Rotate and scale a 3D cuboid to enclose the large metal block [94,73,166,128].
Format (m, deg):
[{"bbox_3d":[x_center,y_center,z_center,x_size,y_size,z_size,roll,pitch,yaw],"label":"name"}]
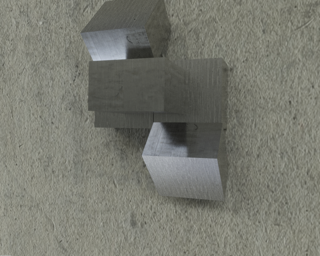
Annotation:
[{"bbox_3d":[-0.037,-0.040,0.407,0.080,0.050,0.079,1,90,19],"label":"large metal block"}]

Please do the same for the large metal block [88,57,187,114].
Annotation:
[{"bbox_3d":[-0.020,-0.041,0.334,0.080,0.080,0.050,1,91,19],"label":"large metal block"}]

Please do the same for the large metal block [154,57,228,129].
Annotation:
[{"bbox_3d":[0.039,-0.039,0.381,0.080,0.050,0.079,1,90,19],"label":"large metal block"}]

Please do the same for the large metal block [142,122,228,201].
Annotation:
[{"bbox_3d":[0.034,0.039,0.362,0.080,0.080,0.050,1,47,19],"label":"large metal block"}]

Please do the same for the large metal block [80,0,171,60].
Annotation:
[{"bbox_3d":[-0.039,-0.121,0.387,0.080,0.050,0.080,1,46,20],"label":"large metal block"}]
